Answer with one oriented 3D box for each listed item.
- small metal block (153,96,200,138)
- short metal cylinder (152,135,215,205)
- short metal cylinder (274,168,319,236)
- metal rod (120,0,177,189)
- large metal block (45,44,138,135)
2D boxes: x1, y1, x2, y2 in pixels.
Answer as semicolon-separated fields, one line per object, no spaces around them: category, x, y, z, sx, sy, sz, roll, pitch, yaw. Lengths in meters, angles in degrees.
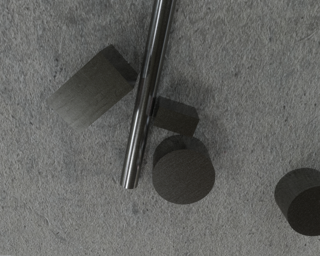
small metal block;0.019;-0.015;0.391;0.050;0.050;0.025;17;109;-7
short metal cylinder;0.030;0.055;0.417;0.081;0.050;0.079;0;110;0
short metal cylinder;0.210;0.103;0.437;0.081;0.050;0.079;0;110;0
metal rod;-0.014;-0.057;0.388;0.025;0.025;0.298;11;110;-4
large metal block;-0.074;-0.049;0.362;0.080;0.080;0.050;-38;106;13
